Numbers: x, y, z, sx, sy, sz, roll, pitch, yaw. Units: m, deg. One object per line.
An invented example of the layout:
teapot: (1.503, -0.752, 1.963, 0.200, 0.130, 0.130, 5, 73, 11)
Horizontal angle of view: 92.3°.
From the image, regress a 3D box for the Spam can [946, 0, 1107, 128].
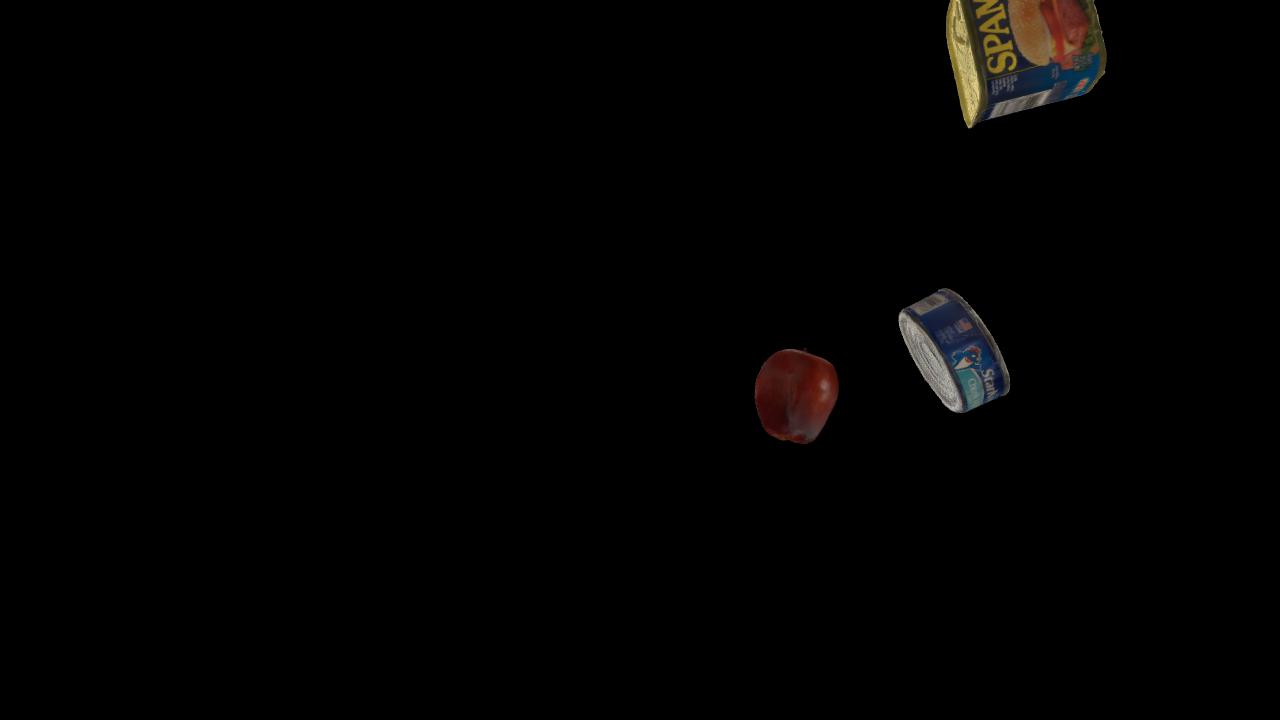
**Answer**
Spam can: (0.294, -0.244, 0.476, 0.085, 0.101, 0.058, -10, -8, 17)

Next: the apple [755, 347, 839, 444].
apple: (0.152, 0.033, 0.600, 0.079, 0.093, 0.079, 16, -10, 3)

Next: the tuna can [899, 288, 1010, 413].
tuna can: (0.216, -0.006, 0.429, 0.034, 0.084, 0.084, -28, -5, 10)
